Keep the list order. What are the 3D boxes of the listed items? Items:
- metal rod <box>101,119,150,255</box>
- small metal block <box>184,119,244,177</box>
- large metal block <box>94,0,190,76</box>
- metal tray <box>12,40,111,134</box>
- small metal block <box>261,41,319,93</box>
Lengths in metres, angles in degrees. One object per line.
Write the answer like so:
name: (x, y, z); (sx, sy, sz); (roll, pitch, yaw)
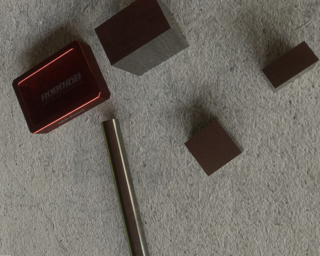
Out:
metal rod: (-0.036, 0.135, 0.420); (0.025, 0.025, 0.298); (-15, 85, 19)
small metal block: (0.067, 0.024, 0.385); (0.050, 0.025, 0.050); (-39, 78, 15)
large metal block: (-0.019, -0.112, 0.386); (0.080, 0.080, 0.050); (-28, 81, 17)
metal tray: (-0.147, -0.057, 0.456); (0.130, 0.030, 0.090); (-26, 82, 17)
small metal block: (0.143, -0.066, 0.345); (0.050, 0.050, 0.025); (-35, 79, 16)
